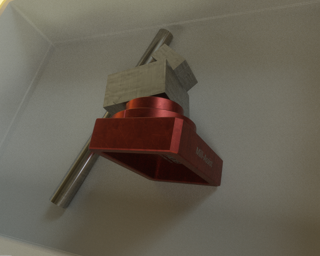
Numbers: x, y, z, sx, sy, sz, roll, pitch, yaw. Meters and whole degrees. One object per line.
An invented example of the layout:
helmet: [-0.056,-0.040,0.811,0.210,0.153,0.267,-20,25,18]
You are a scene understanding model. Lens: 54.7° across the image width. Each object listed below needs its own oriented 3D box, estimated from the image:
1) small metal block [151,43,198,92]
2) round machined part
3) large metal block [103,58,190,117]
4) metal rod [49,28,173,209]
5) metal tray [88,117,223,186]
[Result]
small metal block: [0.020,-0.082,0.428,0.025,0.050,0.050,-42,51,0]
round machined part: [-0.008,-0.002,0.353,0.098,0.098,0.042,-6,65,24]
large metal block: [-0.014,-0.034,0.397,0.080,0.080,0.050,-11,57,22]
metal rod: [-0.064,-0.023,0.451,0.025,0.025,0.300,20,72,35]
metal tray: [0.003,0.028,0.317,0.090,0.130,0.030,0,68,28]
